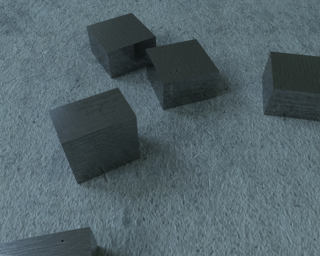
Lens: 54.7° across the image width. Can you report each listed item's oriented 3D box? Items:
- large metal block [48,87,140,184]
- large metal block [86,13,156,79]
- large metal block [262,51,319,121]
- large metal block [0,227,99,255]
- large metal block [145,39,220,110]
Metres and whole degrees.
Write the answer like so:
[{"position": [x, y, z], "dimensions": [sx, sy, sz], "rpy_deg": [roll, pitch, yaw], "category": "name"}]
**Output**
[{"position": [-0.072, 0.010, 0.359], "dimensions": [0.081, 0.080, 0.050], "rpy_deg": [-22, 54, -17], "category": "large metal block"}, {"position": [-0.061, -0.134, 0.499], "dimensions": [0.081, 0.050, 0.080], "rpy_deg": [-24, 54, -19], "category": "large metal block"}, {"position": [0.193, -0.060, 0.438], "dimensions": [0.080, 0.050, 0.080], "rpy_deg": [8, 50, 6], "category": "large metal block"}, {"position": [-0.095, 0.141, 0.268], "dimensions": [0.081, 0.050, 0.080], "rpy_deg": [-8, 51, -7], "category": "large metal block"}, {"position": [0.030, -0.080, 0.454], "dimensions": [0.081, 0.050, 0.080], "rpy_deg": [-15, 52, -12], "category": "large metal block"}]
